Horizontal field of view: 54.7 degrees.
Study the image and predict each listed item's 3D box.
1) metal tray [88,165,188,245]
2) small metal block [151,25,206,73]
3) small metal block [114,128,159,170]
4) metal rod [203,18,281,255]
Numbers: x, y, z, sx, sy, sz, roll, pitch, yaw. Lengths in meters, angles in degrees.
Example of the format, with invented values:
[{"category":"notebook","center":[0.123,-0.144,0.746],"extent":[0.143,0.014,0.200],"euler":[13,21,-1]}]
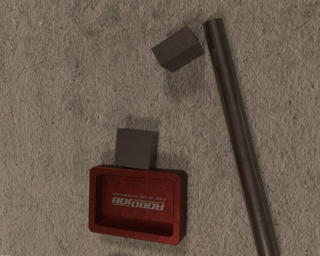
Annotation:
[{"category":"metal tray","center":[-0.031,0.099,0.416],"extent":[0.130,0.030,0.089],"euler":[2,91,19]},{"category":"small metal block","center":[0.024,-0.096,0.387],"extent":[0.050,0.050,0.025],"euler":[-30,81,17]},{"category":"small metal block","center":[-0.032,0.027,0.419],"extent":[0.050,0.025,0.050],"euler":[6,92,19]},{"category":"metal rod","center":[0.098,0.014,0.374],"extent":[0.025,0.025,0.298],"euler":[-14,85,19]}]
